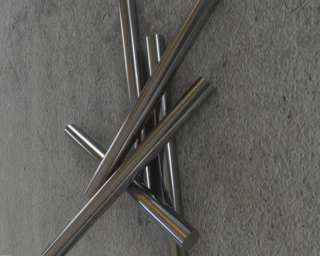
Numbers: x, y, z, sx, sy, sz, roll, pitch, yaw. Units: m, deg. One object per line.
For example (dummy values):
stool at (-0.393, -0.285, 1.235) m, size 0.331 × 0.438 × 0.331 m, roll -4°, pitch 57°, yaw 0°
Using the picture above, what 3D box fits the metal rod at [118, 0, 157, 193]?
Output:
metal rod at (-0.031, -0.041, 0.430) m, size 0.025 × 0.025 × 0.298 m, roll -11°, pitch 83°, yaw 39°

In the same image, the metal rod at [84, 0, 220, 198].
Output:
metal rod at (-0.013, -0.037, 0.381) m, size 0.025 × 0.025 × 0.299 m, roll 38°, pitch 103°, yaw 33°

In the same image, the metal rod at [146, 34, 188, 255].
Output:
metal rod at (0.009, 0.029, 0.397) m, size 0.025 × 0.025 × 0.298 m, roll -10°, pitch 84°, yaw 39°

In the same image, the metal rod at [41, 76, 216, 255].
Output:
metal rod at (-0.043, 0.058, 0.379) m, size 0.299 × 0.025 × 0.025 m, roll -48°, pitch 60°, yaw 7°

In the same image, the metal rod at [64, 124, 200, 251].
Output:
metal rod at (-0.060, 0.061, 0.427) m, size 0.300 × 0.025 × 0.025 m, roll 32°, pitch 110°, yaw 44°
